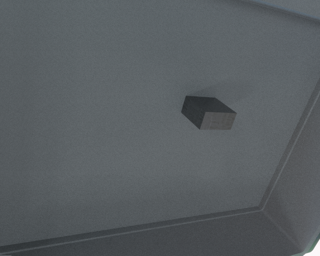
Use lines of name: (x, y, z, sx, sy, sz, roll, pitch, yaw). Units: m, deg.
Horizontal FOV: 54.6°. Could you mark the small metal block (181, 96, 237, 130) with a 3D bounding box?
small metal block: (0.064, -0.020, 0.414, 0.050, 0.050, 0.025, 1, 118, -29)
